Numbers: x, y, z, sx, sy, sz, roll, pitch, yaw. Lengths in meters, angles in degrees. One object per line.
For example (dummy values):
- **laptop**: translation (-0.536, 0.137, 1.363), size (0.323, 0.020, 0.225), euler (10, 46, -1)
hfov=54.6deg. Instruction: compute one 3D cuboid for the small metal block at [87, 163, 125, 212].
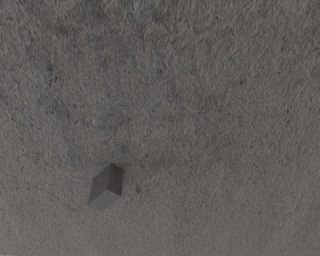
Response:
- **small metal block**: translation (-0.081, 0.089, 0.466), size (0.025, 0.050, 0.050), euler (34, 122, -25)
